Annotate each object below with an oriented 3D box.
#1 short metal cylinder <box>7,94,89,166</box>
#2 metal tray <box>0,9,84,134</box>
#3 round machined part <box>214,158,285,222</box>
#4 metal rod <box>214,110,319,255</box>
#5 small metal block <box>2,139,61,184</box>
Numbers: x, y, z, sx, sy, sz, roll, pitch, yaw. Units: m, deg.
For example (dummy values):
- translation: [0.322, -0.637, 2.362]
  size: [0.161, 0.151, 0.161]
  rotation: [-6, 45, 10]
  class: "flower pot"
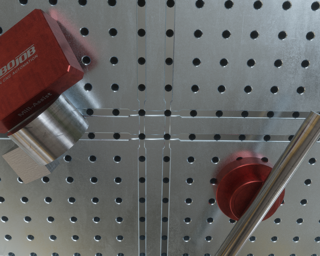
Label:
- translation: [-0.135, 0.000, 0.380]
  size: [0.080, 0.080, 0.050]
  rotation: [-32, 114, 11]
  class: "short metal cylinder"
- translation: [-0.164, -0.064, 0.362]
  size: [0.130, 0.030, 0.090]
  rotation: [-32, 76, 10]
  class: "metal tray"
- translation: [0.130, 0.095, 0.441]
  size: [0.099, 0.042, 0.097]
  rotation: [0, 110, -1]
  class: "round machined part"
- translation: [0.127, 0.112, 0.411]
  size: [0.025, 0.025, 0.298]
  rotation: [24, 108, -9]
  class: "metal rod"
- translation: [-0.174, 0.043, 0.421]
  size: [0.050, 0.025, 0.050]
  rotation: [-23, 110, 23]
  class: "small metal block"
